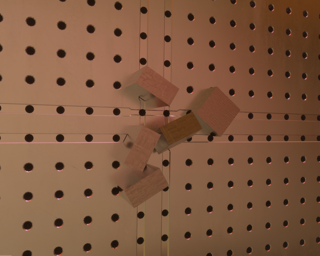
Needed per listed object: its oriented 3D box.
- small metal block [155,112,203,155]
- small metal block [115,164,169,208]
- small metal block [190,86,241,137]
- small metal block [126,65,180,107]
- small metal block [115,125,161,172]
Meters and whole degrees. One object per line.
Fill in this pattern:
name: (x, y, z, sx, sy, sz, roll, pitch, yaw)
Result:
small metal block: (0.020, 0.008, 0.404, 0.050, 0.050, 0.025, -25, 81, -22)
small metal block: (-0.024, 0.071, 0.392, 0.050, 0.050, 0.025, -30, 100, -18)
small metal block: (0.078, -0.023, 0.443, 0.050, 0.025, 0.050, 42, 77, -16)
small metal block: (-0.011, -0.051, 0.396, 0.050, 0.050, 0.025, 33, 79, -18)
small metal block: (-0.029, 0.024, 0.390, 0.025, 0.050, 0.050, 29, 81, -18)
